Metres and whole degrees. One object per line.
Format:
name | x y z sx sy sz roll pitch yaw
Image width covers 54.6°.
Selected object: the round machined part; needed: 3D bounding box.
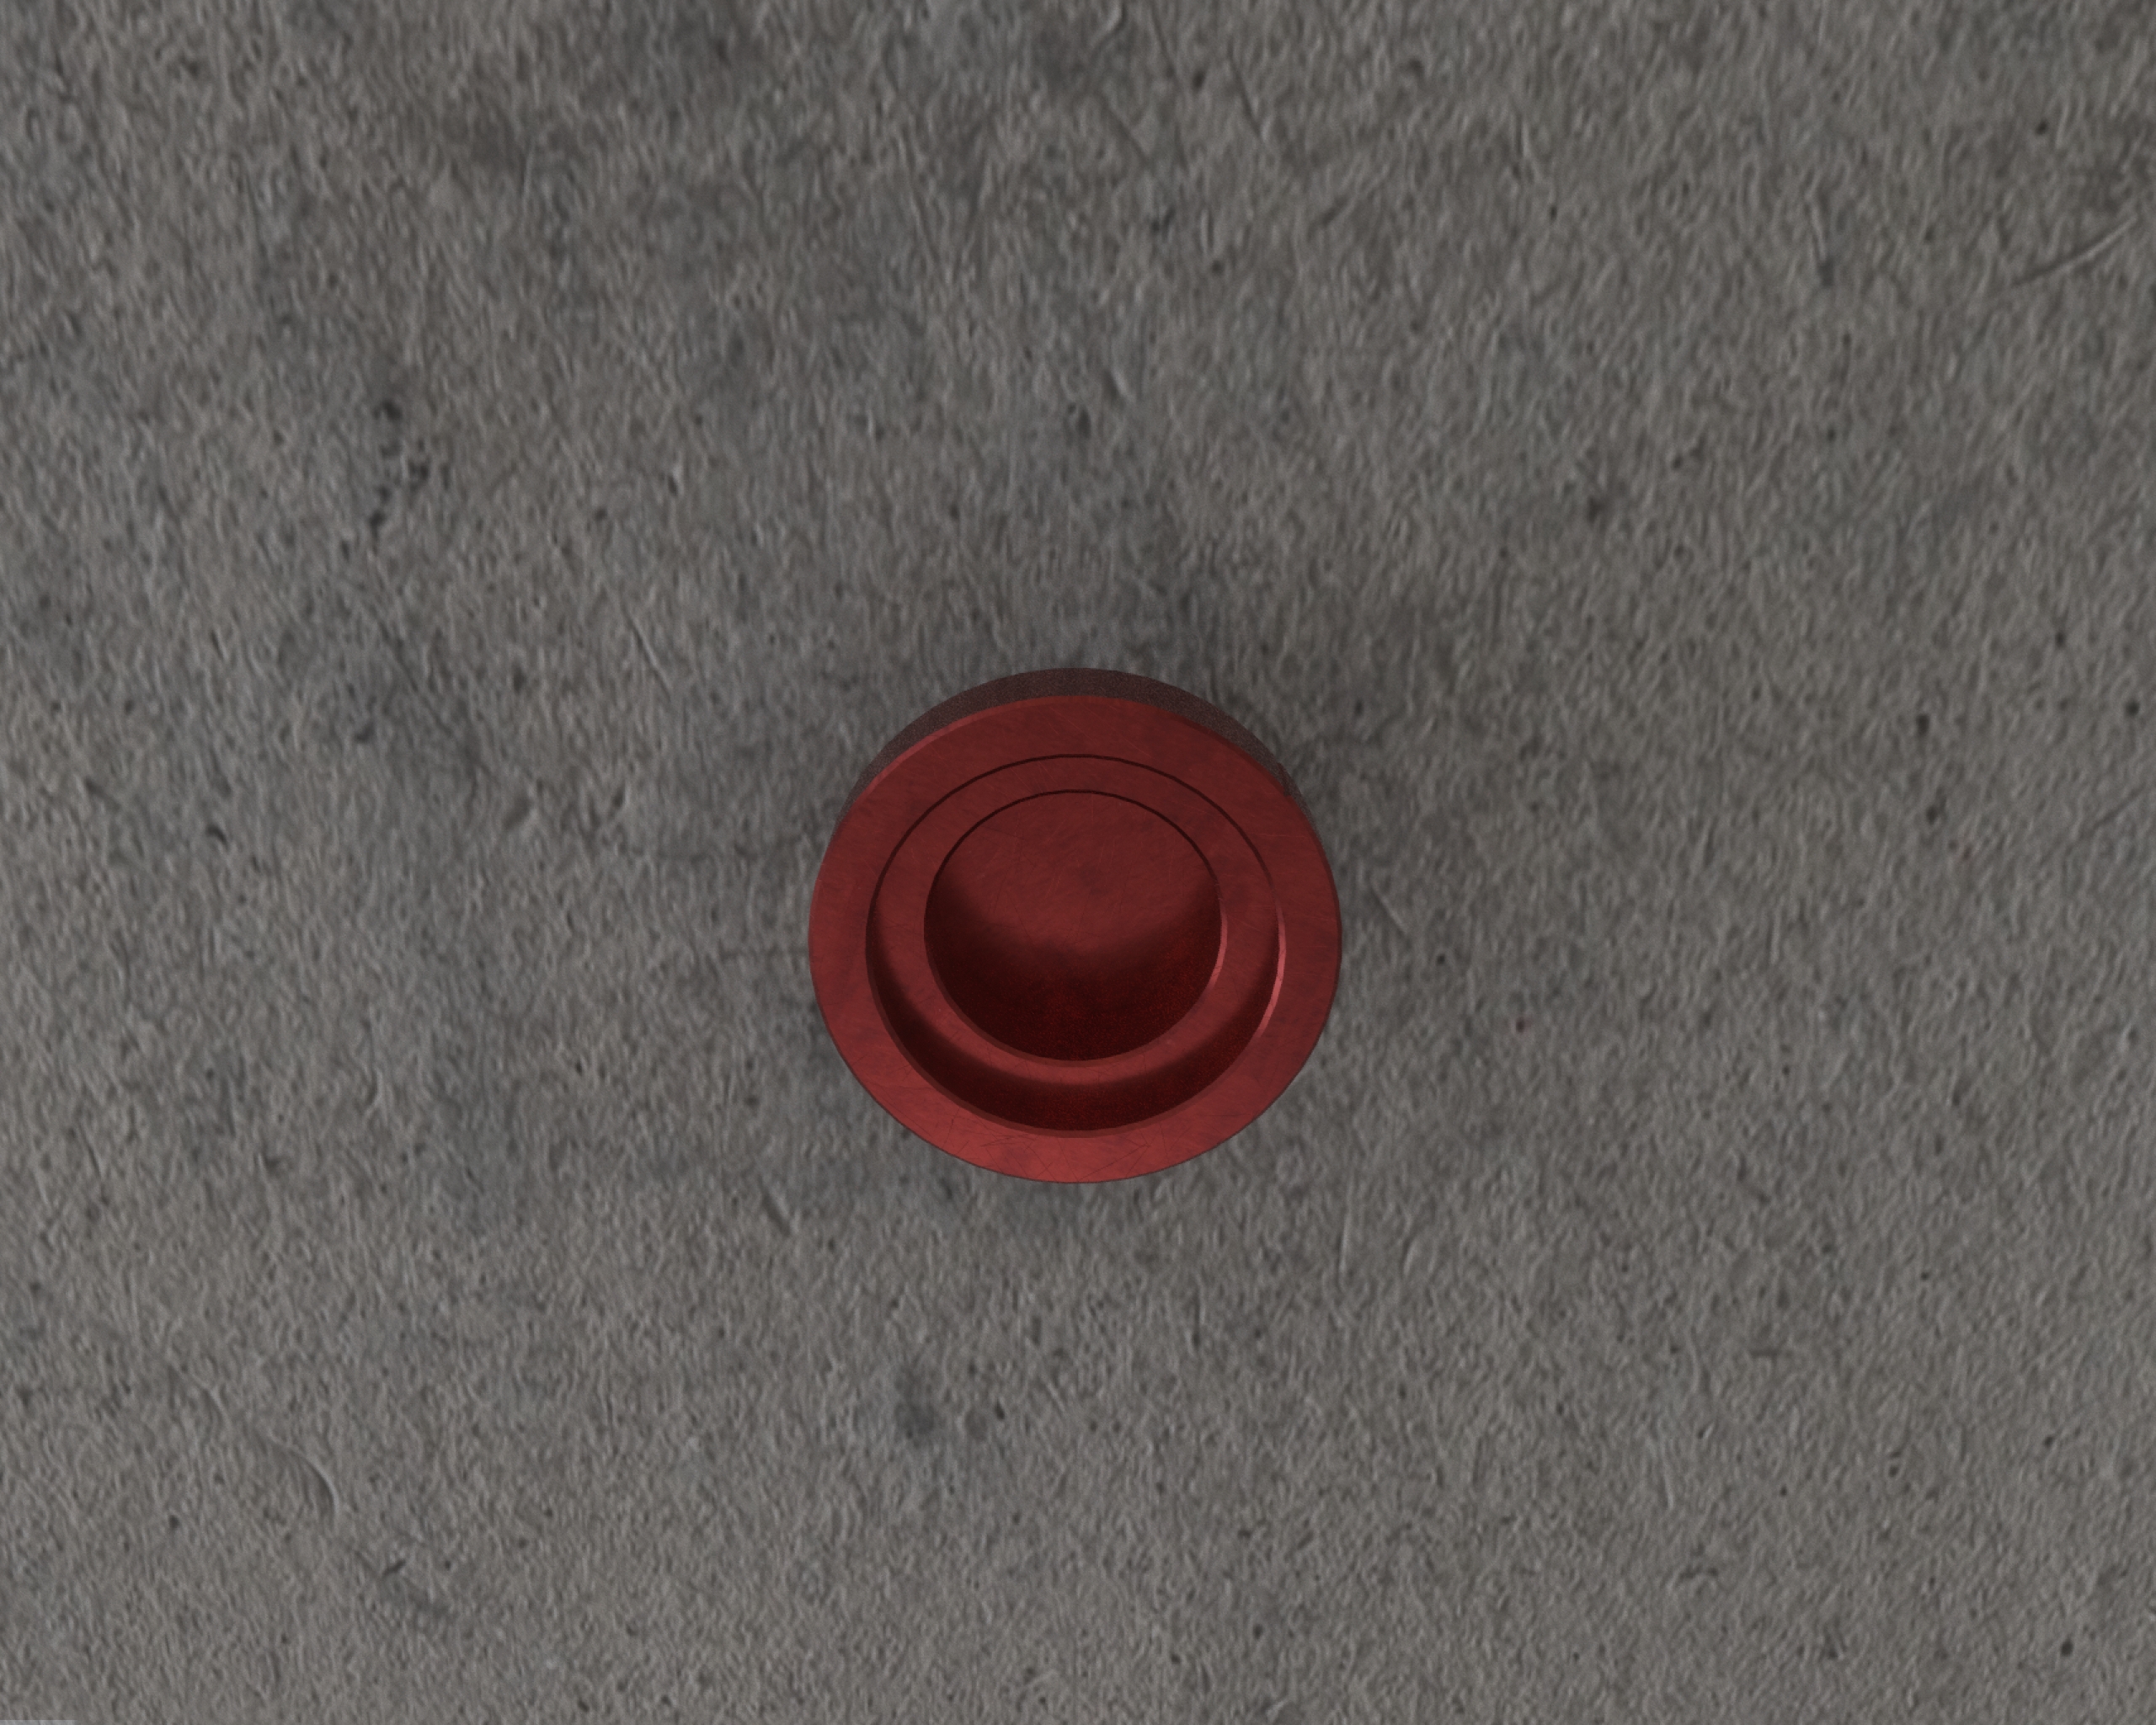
round machined part | 0.000 0.009 0.404 0.099 0.042 0.097 0 110 0
